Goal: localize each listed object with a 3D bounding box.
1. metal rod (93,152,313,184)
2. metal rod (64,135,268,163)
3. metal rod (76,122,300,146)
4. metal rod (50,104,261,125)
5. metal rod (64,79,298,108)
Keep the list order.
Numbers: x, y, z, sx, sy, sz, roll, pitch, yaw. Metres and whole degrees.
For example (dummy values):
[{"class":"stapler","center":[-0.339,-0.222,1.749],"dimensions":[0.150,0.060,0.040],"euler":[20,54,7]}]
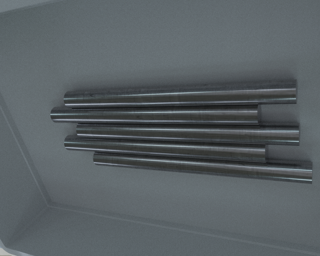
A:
[{"class":"metal rod","center":[0.037,0.048,0.416],"dimensions":[0.301,0.025,0.025],"euler":[1,119,27]},{"class":"metal rod","center":[-0.010,0.026,0.427],"dimensions":[0.301,0.025,0.025],"euler":[1,119,27]},{"class":"metal rod","center":[0.016,0.004,0.400],"dimensions":[0.301,0.025,0.025],"euler":[1,119,27]},{"class":"metal rod","center":[-0.025,-0.018,0.407],"dimensions":[0.301,0.025,0.025],"euler":[1,119,27]},{"class":"metal rod","center":[0.004,-0.039,0.380],"dimensions":[0.301,0.025,0.025],"euler":[1,119,27]}]
